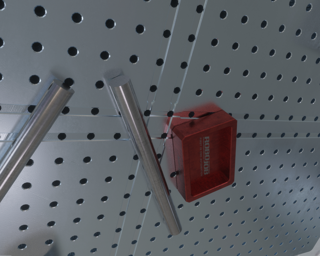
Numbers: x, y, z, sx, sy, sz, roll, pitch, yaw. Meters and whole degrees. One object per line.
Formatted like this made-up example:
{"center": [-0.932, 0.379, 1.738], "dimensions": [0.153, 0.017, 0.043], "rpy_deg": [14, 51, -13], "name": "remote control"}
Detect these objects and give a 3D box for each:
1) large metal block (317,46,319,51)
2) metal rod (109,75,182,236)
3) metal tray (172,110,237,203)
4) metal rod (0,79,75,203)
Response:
{"center": [0.306, -0.140, 0.475], "dimensions": [0.081, 0.050, 0.079], "rpy_deg": [10, 114, -33], "name": "large metal block"}
{"center": [-0.010, 0.060, 0.442], "dimensions": [0.025, 0.025, 0.299], "rpy_deg": [-27, 128, -12], "name": "metal rod"}
{"center": [0.070, 0.045, 0.474], "dimensions": [0.091, 0.030, 0.129], "rpy_deg": [-19, 126, -17], "name": "metal tray"}
{"center": [-0.190, 0.074, 0.352], "dimensions": [0.025, 0.025, 0.299], "rpy_deg": [29, 102, -38], "name": "metal rod"}
